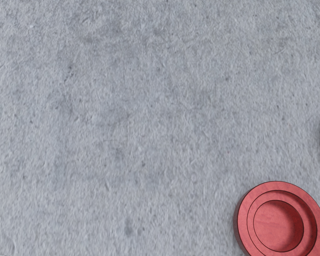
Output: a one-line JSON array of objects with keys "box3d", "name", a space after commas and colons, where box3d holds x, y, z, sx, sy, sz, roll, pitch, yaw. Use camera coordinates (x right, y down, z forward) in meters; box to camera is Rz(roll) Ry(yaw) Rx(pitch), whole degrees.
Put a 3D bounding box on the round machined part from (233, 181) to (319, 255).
[{"box3d": [0.134, 0.114, 0.359, 0.099, 0.042, 0.098, 0, 70, -1], "name": "round machined part"}]
